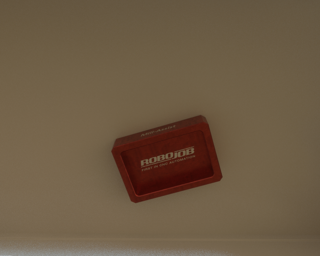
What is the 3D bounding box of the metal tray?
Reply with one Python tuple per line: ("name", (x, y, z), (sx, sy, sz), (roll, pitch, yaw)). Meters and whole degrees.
("metal tray", (0.011, 0.044, 0.424), (0.131, 0.030, 0.089), (-16, 110, 5))
